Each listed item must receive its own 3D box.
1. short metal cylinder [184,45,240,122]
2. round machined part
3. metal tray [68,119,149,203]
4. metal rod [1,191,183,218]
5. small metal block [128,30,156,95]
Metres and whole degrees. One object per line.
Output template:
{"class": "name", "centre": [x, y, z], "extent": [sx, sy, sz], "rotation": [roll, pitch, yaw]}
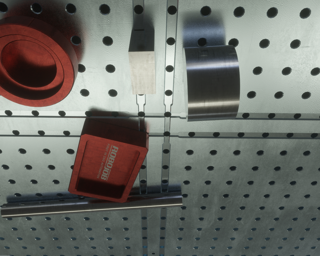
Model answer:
{"class": "short metal cylinder", "centre": [0.053, -0.048, 0.336], "extent": [0.050, 0.080, 0.079], "rotation": [-3, 130, 2]}
{"class": "round machined part", "centre": [-0.138, -0.074, 0.335], "extent": [0.099, 0.042, 0.097], "rotation": [-1, 130, 0]}
{"class": "metal tray", "centre": [-0.077, 0.053, 0.452], "extent": [0.091, 0.030, 0.129], "rotation": [14, 129, -12]}
{"class": "metal rod", "centre": [-0.114, 0.129, 0.519], "extent": [0.302, 0.025, 0.025], "rotation": [-4, 130, 3]}
{"class": "small metal block", "centre": [-0.018, -0.071, 0.334], "extent": [0.025, 0.050, 0.050], "rotation": [-1, 130, 1]}
